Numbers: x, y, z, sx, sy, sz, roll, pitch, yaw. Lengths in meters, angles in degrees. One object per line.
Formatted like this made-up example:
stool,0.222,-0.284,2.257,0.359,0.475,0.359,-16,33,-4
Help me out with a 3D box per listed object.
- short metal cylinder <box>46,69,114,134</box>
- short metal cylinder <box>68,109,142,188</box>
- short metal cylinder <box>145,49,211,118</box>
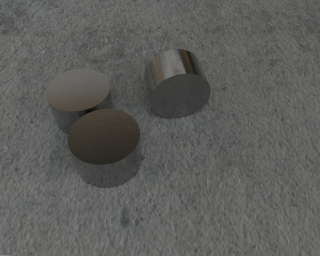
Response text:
short metal cylinder,-0.104,-0.035,0.415,0.081,0.050,0.080,0,50,0
short metal cylinder,-0.063,0.024,0.366,0.081,0.050,0.080,0,50,0
short metal cylinder,0.022,-0.058,0.417,0.081,0.080,0.050,-8,51,-7
